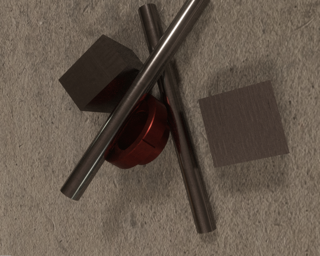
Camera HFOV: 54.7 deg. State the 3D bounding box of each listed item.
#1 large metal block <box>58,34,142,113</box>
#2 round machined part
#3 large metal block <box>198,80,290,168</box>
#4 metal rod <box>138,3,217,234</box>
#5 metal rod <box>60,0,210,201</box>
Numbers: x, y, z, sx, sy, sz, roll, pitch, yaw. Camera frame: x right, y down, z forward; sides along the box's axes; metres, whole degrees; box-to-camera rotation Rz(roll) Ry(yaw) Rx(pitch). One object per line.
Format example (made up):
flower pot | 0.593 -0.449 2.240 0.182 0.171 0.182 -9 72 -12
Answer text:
large metal block | -0.067 -0.065 0.402 0.080 0.080 0.050 -41 77 15
round machined part | -0.026 0.008 0.390 0.098 0.042 0.098 -32 39 30
large metal block | 0.098 -0.003 0.361 0.080 0.050 0.080 -14 85 19
metal rod | 0.021 -0.016 0.400 0.025 0.025 0.298 -17 85 19
metal rod | -0.025 -0.047 0.376 0.025 0.025 0.299 31 85 17
